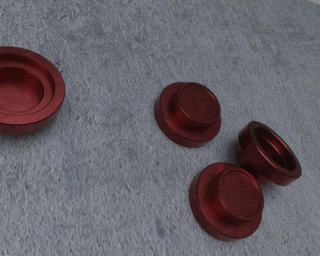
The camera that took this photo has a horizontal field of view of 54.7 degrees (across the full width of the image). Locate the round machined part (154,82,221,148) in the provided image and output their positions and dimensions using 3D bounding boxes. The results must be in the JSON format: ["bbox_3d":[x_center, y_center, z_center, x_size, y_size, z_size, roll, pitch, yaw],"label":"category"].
[{"bbox_3d":[0.045,-0.025,0.432,0.099,0.042,0.098,14,56,-21],"label":"round machined part"}]

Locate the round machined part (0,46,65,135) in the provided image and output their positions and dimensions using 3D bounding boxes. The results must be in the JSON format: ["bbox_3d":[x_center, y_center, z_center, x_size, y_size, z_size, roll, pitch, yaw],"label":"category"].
[{"bbox_3d":[-0.156,-0.036,0.331,0.099,0.042,0.098,14,56,-21],"label":"round machined part"}]

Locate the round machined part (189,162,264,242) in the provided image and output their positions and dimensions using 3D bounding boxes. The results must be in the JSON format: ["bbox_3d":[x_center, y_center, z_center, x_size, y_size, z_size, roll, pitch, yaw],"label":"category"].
[{"bbox_3d":[0.090,0.087,0.388,0.099,0.042,0.098,13,56,-21],"label":"round machined part"}]

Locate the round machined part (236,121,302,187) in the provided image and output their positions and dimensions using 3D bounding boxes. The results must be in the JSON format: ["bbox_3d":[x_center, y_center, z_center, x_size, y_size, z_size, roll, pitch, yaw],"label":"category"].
[{"bbox_3d":[0.146,0.040,0.434,0.098,0.042,0.098,28,35,-21],"label":"round machined part"}]
